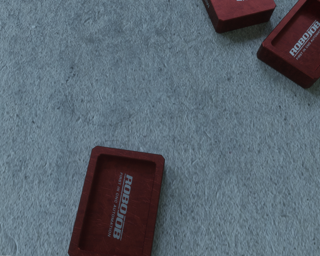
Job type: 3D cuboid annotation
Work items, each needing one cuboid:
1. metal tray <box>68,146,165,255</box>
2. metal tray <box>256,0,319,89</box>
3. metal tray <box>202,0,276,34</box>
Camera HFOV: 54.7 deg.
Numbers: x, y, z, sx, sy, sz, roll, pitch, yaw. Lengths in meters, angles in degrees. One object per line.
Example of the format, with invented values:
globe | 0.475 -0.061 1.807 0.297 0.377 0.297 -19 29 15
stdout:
metal tray | -0.047 0.092 0.371 0.091 0.030 0.130 8 70 3
metal tray | 0.217 -0.132 0.454 0.090 0.030 0.130 38 74 12
metal tray | 0.112 -0.218 0.486 0.091 0.030 0.130 -16 71 -6
